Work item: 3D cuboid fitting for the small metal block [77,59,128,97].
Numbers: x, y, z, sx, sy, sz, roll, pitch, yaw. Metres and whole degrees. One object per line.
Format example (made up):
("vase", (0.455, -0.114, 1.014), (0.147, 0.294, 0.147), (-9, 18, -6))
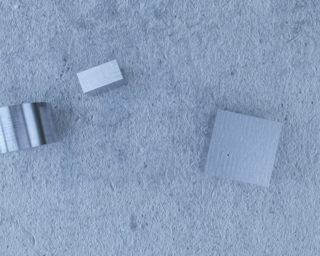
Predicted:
("small metal block", (-0.072, -0.062, 0.397), (0.050, 0.050, 0.025), (-20, 90, 0))

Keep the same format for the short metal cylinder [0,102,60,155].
("short metal cylinder", (-0.170, 0.002, 0.381), (0.080, 0.080, 0.050), (-13, 90, 0))

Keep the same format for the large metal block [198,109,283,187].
("large metal block", (0.100, 0.024, 0.398), (0.080, 0.050, 0.080), (12, 90, 0))
